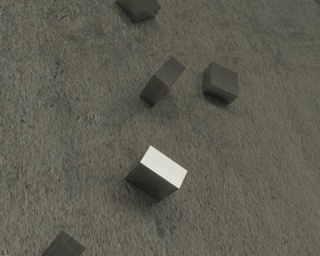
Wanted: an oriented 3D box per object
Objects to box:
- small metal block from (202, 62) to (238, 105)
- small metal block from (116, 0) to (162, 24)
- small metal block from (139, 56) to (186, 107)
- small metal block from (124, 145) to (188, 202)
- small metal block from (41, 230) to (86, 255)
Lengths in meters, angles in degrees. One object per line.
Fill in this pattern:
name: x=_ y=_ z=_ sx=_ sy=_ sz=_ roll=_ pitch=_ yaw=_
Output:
small metal block: x=0.098 y=-0.072 z=0.500 sx=0.050 sy=0.025 sz=0.050 roll=20 pitch=54 yaw=-17
small metal block: x=-0.035 y=-0.204 z=0.509 sx=0.050 sy=0.025 sz=0.050 roll=-33 pitch=80 yaw=-38
small metal block: x=0.003 y=-0.064 z=0.428 sx=0.025 sy=0.050 sz=0.050 roll=40 pitch=51 yaw=-1
small metal block: x=-0.005 y=0.053 z=0.352 sx=0.050 sy=0.050 sz=0.025 roll=35 pitch=51 yaw=-5
small metal block: x=-0.094 y=0.120 z=0.263 sx=0.025 sy=0.050 sz=0.050 roll=39 pitch=51 yaw=-2
